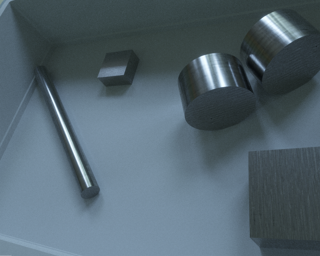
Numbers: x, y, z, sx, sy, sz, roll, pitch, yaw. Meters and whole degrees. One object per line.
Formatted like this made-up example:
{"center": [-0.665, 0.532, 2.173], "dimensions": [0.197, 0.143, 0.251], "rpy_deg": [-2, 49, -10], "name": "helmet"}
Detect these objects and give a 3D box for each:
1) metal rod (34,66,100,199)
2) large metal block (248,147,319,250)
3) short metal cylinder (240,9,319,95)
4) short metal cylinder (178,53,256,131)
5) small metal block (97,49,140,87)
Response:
{"center": [-0.158, -0.012, 0.493], "dimensions": [0.025, 0.025, 0.300], "rpy_deg": [-38, 51, 3], "name": "metal rod"}
{"center": [0.127, 0.065, 0.283], "dimensions": [0.080, 0.050, 0.080], "rpy_deg": [-6, 59, 24], "name": "large metal block"}
{"center": [0.139, -0.084, 0.349], "dimensions": [0.080, 0.080, 0.050], "rpy_deg": [-30, 52, 8], "name": "short metal cylinder"}
{"center": [0.064, -0.040, 0.360], "dimensions": [0.080, 0.080, 0.050], "rpy_deg": [-20, 54, 16], "name": "short metal cylinder"}
{"center": [-0.066, -0.096, 0.497], "dimensions": [0.050, 0.025, 0.050], "rpy_deg": [-1, 61, 27], "name": "small metal block"}
